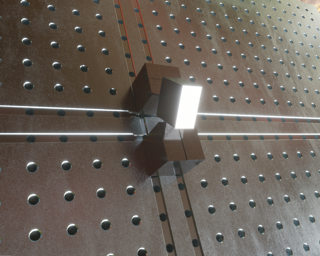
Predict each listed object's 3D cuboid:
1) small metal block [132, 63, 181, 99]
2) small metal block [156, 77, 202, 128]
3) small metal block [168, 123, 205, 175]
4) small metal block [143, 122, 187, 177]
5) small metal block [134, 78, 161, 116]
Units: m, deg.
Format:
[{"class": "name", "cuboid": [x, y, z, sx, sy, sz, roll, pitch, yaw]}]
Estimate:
[{"class": "small metal block", "cuboid": [-0.005, -0.062, 0.428, 0.050, 0.050, 0.025, 2, 61, -28]}, {"class": "small metal block", "cuboid": [0.021, -0.031, 0.371, 0.025, 0.050, 0.050, 0, 19, -28]}, {"class": "small metal block", "cuboid": [0.027, 0.026, 0.391, 0.025, 0.050, 0.050, 1, 61, -28]}, {"class": "small metal block", "cuboid": [0.004, 0.027, 0.379, 0.025, 0.050, 0.050, 1, 61, -28]}, {"class": "small metal block", "cuboid": [0.000, -0.039, 0.417, 0.050, 0.050, 0.025, 2, 61, -28]}]
